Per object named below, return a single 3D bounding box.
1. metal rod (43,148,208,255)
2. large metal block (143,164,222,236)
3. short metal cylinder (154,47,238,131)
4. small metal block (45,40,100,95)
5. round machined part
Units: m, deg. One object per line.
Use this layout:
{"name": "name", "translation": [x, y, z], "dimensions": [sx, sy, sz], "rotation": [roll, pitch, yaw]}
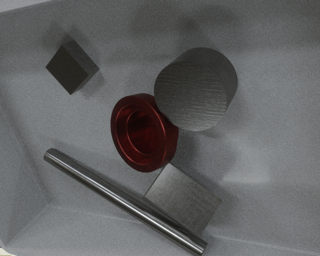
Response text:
{"name": "metal rod", "translation": [-0.065, 0.109, 0.484], "dimensions": [0.301, 0.025, 0.025], "rotation": [26, 128, 20]}
{"name": "large metal block", "translation": [0.025, 0.095, 0.412], "dimensions": [0.080, 0.050, 0.080], "rotation": [35, 165, 3]}
{"name": "short metal cylinder", "translation": [0.040, -0.043, 0.344], "dimensions": [0.080, 0.050, 0.079], "rotation": [13, 124, 20]}
{"name": "small metal block", "translation": [-0.119, -0.081, 0.419], "dimensions": [0.050, 0.025, 0.050], "rotation": [49, 128, -7]}
{"name": "round machined part", "translation": [-0.015, 0.004, 0.394], "dimensions": [0.098, 0.042, 0.097], "rotation": [16, 114, 39]}
